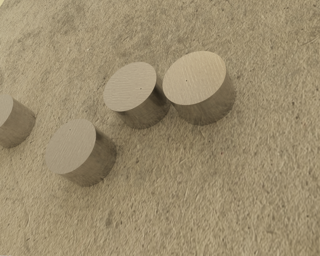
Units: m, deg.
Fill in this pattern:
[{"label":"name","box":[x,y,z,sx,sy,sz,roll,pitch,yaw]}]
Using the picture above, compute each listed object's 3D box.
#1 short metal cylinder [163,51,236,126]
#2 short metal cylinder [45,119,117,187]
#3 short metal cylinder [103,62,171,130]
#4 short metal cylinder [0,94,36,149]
[{"label":"short metal cylinder","box":[0.050,-0.050,0.392,0.080,0.050,0.080,-13,56,21]},{"label":"short metal cylinder","box":[-0.107,0.034,0.423,0.080,0.050,0.080,-13,56,21]},{"label":"short metal cylinder","box":[-0.031,-0.045,0.431,0.080,0.050,0.080,-13,56,21]},{"label":"short metal cylinder","box":[-0.265,-0.011,0.534,0.080,0.050,0.080,-13,56,21]}]
